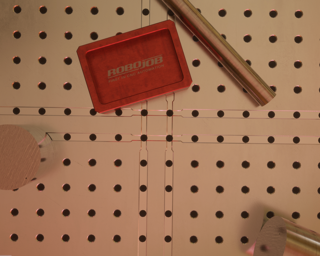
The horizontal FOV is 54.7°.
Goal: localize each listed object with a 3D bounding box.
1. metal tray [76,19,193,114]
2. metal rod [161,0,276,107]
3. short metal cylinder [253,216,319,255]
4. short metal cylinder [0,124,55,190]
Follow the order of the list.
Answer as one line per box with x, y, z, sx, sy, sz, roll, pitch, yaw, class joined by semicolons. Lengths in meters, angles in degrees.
-0.033;-0.079;0.410;0.131;0.030;0.090;-17;90;0;metal tray
0.043;-0.146;0.413;0.025;0.025;0.300;-43;90;0;metal rod
0.159;0.158;0.387;0.050;0.080;0.080;23;90;0;short metal cylinder
-0.185;0.035;0.399;0.081;0.050;0.080;0;90;0;short metal cylinder
